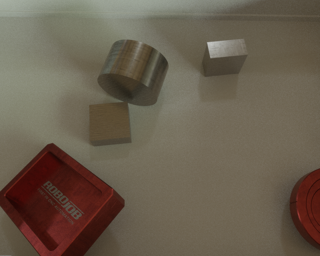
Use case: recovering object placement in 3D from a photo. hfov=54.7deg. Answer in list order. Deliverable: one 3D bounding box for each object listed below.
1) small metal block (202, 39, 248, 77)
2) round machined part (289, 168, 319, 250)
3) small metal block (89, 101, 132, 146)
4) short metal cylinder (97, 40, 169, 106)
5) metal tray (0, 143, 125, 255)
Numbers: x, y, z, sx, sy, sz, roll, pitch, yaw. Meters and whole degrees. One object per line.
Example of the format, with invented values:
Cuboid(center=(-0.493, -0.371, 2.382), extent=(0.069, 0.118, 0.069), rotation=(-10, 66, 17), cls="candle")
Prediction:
Cuboid(center=(0.089, -0.097, 0.433), extent=(0.050, 0.050, 0.025), rotation=(-6, 70, -3), cls="small metal block")
Cuboid(center=(0.203, 0.098, 0.367), extent=(0.099, 0.042, 0.098), rotation=(0, 70, -1), cls="round machined part")
Cuboid(center=(-0.065, -0.005, 0.411), extent=(0.050, 0.025, 0.050), rotation=(-5, 70, -3), cls="small metal block")
Cuboid(center=(-0.034, -0.070, 0.406), extent=(0.080, 0.080, 0.050), rotation=(16, 71, 5), cls="short metal cylinder")
Cuboid(center=(-0.114, 0.080, 0.344), extent=(0.130, 0.030, 0.090), rotation=(26, 67, 37), cls="metal tray")
